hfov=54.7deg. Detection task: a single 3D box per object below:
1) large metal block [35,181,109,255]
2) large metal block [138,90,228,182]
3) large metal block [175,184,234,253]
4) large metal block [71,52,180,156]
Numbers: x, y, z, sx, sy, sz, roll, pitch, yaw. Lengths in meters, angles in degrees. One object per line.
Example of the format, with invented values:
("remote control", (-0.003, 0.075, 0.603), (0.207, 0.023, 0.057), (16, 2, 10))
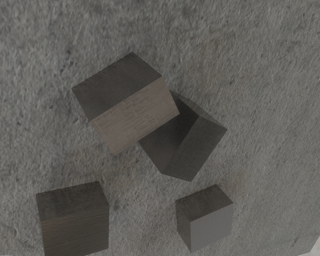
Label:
("large metal block", (-0.114, 0.124, 0.406), (0.081, 0.050, 0.079), (-8, 122, -25))
("large metal block", (0.024, 0.008, 0.391), (0.050, 0.080, 0.080), (22, 106, -37))
("large metal block", (0.075, 0.154, 0.530), (0.081, 0.050, 0.079), (-18, 126, -19))
("large metal block", (-0.039, -0.029, 0.333), (0.080, 0.080, 0.050), (-33, 129, -7))
